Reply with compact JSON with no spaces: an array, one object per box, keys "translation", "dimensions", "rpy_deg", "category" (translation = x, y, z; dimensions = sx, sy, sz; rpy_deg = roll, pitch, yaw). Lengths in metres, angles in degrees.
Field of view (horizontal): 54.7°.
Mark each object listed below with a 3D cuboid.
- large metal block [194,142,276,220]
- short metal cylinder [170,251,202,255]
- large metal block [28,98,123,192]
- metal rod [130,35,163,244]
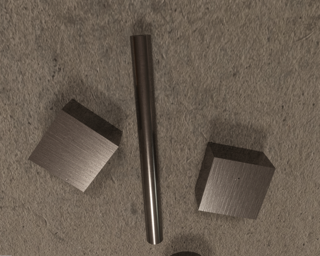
[{"translation":[0.099,0.072,0.424],"dimensions":[0.081,0.050,0.079],"rpy_deg":[11,110,-5],"category":"large metal block"},{"translation":[0.042,0.244,0.487],"dimensions":[0.081,0.050,0.079],"rpy_deg":[0,110,-1],"category":"short metal cylinder"},{"translation":[-0.107,0.022,0.403],"dimensions":[0.080,0.050,0.080],"rpy_deg":[35,106,-12],"category":"large metal block"},{"translation":[-0.016,0.029,0.420],"dimensions":[0.025,0.025,0.298],"rpy_deg":[-3,110,1],"category":"metal rod"}]
